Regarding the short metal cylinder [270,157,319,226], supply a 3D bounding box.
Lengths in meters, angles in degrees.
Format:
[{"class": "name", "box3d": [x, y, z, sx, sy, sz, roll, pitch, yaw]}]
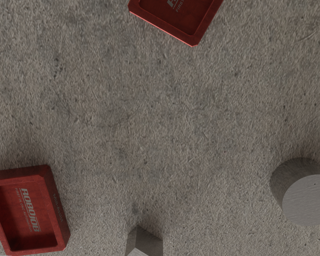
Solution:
[{"class": "short metal cylinder", "box3d": [0.201, 0.088, 0.431, 0.081, 0.050, 0.079, 0, 110, 0]}]

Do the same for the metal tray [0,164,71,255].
[{"class": "metal tray", "box3d": [-0.192, 0.122, 0.449, 0.091, 0.030, 0.129, -8, 110, 2]}]

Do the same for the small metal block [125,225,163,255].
[{"class": "small metal block", "box3d": [-0.023, 0.181, 0.463, 0.050, 0.050, 0.025, 36, 106, -13]}]

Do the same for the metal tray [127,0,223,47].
[{"class": "metal tray", "box3d": [0.033, -0.169, 0.344, 0.090, 0.030, 0.129, 27, 108, -10]}]
